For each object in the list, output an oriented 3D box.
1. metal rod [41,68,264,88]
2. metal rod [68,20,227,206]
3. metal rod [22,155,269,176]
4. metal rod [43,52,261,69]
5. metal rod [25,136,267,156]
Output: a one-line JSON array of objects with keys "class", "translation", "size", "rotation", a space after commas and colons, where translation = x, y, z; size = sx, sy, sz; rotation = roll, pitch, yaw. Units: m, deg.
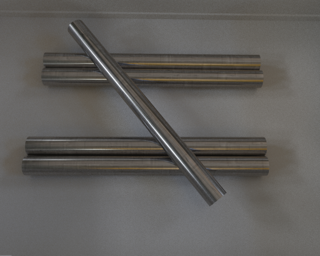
[{"class": "metal rod", "translation": [-0.010, -0.070, 0.433], "size": [0.302, 0.025, 0.025], "rotation": [1, 70, 0]}, {"class": "metal rod", "translation": [-0.026, -0.030, 0.393], "size": [0.025, 0.025, 0.300], "rotation": [-36, 74, -12]}, {"class": "metal rod", "translation": [-0.017, 0.047, 0.390], "size": [0.302, 0.025, 0.025], "rotation": [0, 70, 0]}, {"class": "metal rod", "translation": [-0.011, -0.093, 0.441], "size": [0.302, 0.025, 0.025], "rotation": [1, 70, 0]}, {"class": "metal rod", "translation": [-0.017, 0.024, 0.399], "size": [0.302, 0.025, 0.025], "rotation": [0, 70, 0]}]
